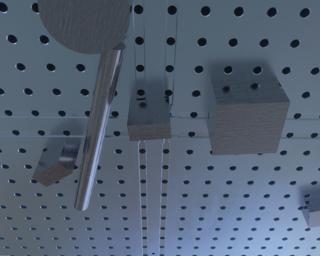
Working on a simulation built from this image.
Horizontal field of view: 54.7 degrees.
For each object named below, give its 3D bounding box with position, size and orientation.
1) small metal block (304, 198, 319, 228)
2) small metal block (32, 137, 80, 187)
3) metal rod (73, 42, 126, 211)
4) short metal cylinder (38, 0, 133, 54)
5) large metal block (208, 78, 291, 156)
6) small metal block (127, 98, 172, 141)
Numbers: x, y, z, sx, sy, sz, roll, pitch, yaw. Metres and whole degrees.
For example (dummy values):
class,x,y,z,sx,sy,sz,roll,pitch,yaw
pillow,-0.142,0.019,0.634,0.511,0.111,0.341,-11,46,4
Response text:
class,x,y,z,sx,sy,sz,roll,pitch,yaw
small metal block,0.282,0.147,0.542,0.050,0.025,0.050,-12,129,9
small metal block,-0.145,0.048,0.434,0.050,0.050,0.025,-28,125,21
metal rod,-0.091,0.019,0.426,0.025,0.025,0.298,12,129,-11
short metal cylinder,-0.067,-0.118,0.294,0.081,0.050,0.079,0,130,0
large metal block,0.105,-0.013,0.386,0.081,0.050,0.079,-2,130,1
small metal block,-0.012,-0.011,0.386,0.050,0.050,0.025,-4,130,3
